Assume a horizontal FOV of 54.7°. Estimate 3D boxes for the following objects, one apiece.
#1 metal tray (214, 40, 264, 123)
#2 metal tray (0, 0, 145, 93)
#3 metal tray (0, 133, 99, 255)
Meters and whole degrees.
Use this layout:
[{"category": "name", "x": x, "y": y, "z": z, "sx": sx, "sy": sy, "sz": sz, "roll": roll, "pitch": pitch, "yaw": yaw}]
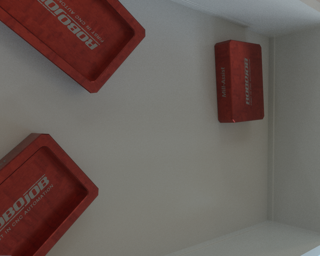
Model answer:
[{"category": "metal tray", "x": 0.135, "y": -0.076, "z": 0.519, "sx": 0.091, "sy": 0.030, "sz": 0.129, "roll": -6, "pitch": 94, "yaw": -40}, {"category": "metal tray", "x": -0.089, "y": -0.108, "z": 0.309, "sx": 0.090, "sy": 0.030, "sz": 0.130, "roll": -51, "pitch": 123, "yaw": -3}, {"category": "metal tray", "x": -0.133, "y": 0.078, "z": 0.293, "sx": 0.130, "sy": 0.030, "sz": 0.090, "roll": -49, "pitch": 119, "yaw": -29}]
